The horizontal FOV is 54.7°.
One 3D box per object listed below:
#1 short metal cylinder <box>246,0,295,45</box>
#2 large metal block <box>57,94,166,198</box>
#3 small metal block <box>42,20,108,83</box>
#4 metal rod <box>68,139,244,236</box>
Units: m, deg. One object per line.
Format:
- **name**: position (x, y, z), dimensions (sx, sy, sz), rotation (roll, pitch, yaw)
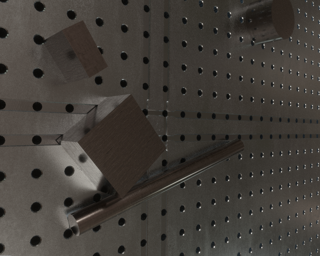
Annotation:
- **short metal cylinder**: position (0.202, -0.198, 0.565), dimensions (0.081, 0.050, 0.079), rotation (0, 90, -40)
- **large metal block**: position (-0.052, 0.019, 0.351), dimensions (0.080, 0.050, 0.080), rotation (-47, 118, -30)
- **small metal block**: position (-0.088, -0.077, 0.320), dimensions (0.025, 0.050, 0.050), rotation (-42, 116, -32)
- **metal rod**: position (0.019, 0.067, 0.427), dimensions (0.302, 0.025, 0.025), rotation (-18, 102, -39)
